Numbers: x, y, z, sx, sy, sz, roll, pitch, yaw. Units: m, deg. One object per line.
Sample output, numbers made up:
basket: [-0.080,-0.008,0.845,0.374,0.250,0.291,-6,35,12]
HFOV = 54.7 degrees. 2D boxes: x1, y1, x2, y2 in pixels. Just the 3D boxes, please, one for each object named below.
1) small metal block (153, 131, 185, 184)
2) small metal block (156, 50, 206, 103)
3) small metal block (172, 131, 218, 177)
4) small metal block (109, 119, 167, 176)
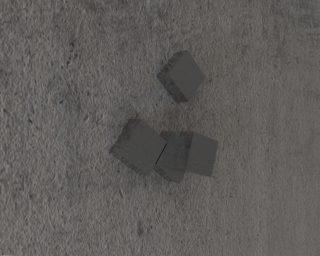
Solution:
small metal block: [0.014,0.039,0.416,0.050,0.025,0.050,43,64,-32]
small metal block: [0.030,-0.071,0.429,0.050,0.025,0.050,50,61,-28]
small metal block: [0.048,0.035,0.412,0.050,0.025,0.050,21,77,-38]
small metal block: [-0.026,0.024,0.383,0.050,0.025,0.050,43,64,-32]
